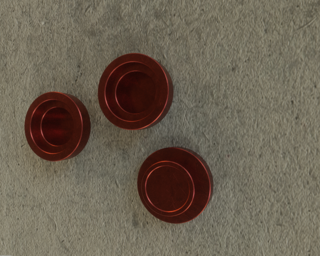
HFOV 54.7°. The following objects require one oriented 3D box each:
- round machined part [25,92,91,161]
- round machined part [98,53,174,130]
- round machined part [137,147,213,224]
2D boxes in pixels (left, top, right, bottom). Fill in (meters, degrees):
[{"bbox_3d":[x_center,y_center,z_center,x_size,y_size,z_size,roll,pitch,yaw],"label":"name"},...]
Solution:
[{"bbox_3d":[-0.143,-0.002,0.450,0.098,0.042,0.097,0,90,20],"label":"round machined part"},{"bbox_3d":[-0.029,-0.046,0.410,0.098,0.042,0.097,0,90,20],"label":"round machined part"},{"bbox_3d":[0.015,0.074,0.394,0.098,0.042,0.097,0,90,20],"label":"round machined part"}]
